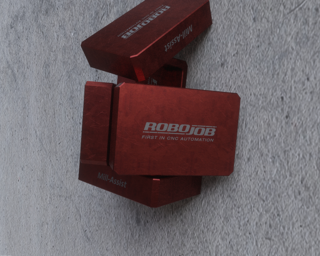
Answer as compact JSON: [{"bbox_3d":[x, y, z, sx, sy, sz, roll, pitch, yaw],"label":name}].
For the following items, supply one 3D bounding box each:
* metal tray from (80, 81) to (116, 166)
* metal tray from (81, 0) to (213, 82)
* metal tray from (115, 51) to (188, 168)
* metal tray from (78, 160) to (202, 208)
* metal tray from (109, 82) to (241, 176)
[{"bbox_3d":[-0.064,-0.009,0.394,0.030,0.130,0.089,5,94,3],"label":"metal tray"},{"bbox_3d":[-0.013,-0.109,0.355,0.090,0.131,0.030,22,145,37],"label":"metal tray"},{"bbox_3d":[-0.010,-0.021,0.370,0.030,0.091,0.129,9,96,39],"label":"metal tray"},{"bbox_3d":[-0.026,0.058,0.383,0.130,0.091,0.030,9,96,39],"label":"metal tray"},{"bbox_3d":[0.016,0.003,0.326,0.030,0.131,0.089,-162,76,-72],"label":"metal tray"}]
